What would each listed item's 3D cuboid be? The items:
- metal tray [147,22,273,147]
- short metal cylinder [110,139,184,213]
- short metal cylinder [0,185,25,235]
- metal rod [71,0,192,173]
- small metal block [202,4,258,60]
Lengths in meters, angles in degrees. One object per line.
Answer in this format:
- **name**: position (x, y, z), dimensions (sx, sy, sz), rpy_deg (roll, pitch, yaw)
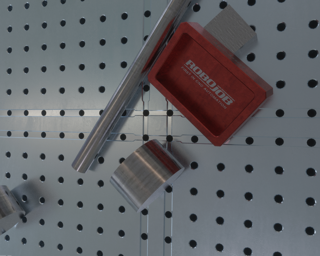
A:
- **metal tray**: position (0.056, -0.053, 0.374), dimensions (0.130, 0.030, 0.089), rpy_deg (46, 124, 14)
- **short metal cylinder**: position (-0.015, 0.060, 0.389), dimensions (0.050, 0.080, 0.080), rpy_deg (45, 104, 14)
- **short metal cylinder**: position (-0.258, 0.133, 0.474), dimensions (0.080, 0.080, 0.050), rpy_deg (-44, 77, 15)
- **metal rod**: position (-0.038, -0.064, 0.425), dimensions (0.025, 0.025, 0.299), rpy_deg (36, 101, 16)
- **small metal block**: position (0.083, -0.113, 0.383), dimensions (0.050, 0.025, 0.050), rpy_deg (-41, 77, 15)
